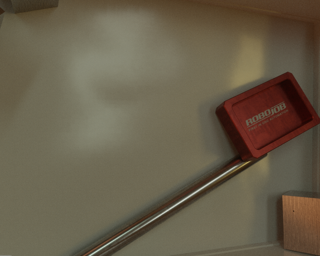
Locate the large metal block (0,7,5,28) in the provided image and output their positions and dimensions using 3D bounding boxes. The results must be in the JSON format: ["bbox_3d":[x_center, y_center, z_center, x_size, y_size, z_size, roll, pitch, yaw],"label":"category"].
[{"bbox_3d":[-0.204,-0.087,0.293,0.050,0.080,0.080,44,55,-15],"label":"large metal block"}]

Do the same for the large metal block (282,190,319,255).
[{"bbox_3d":[0.232,0.140,0.460,0.050,0.080,0.080,1,87,-54],"label":"large metal block"}]

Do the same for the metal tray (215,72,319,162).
[{"bbox_3d":[0.159,-0.018,0.454,0.131,0.030,0.090,-25,81,-19],"label":"metal tray"}]

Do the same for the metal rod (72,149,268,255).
[{"bbox_3d":[0.026,0.099,0.421,0.302,0.025,0.025,-28,100,-18],"label":"metal rod"}]

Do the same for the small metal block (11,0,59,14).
[{"bbox_3d":[-0.142,-0.152,0.345,0.050,0.050,0.025,-18,97,-19],"label":"small metal block"}]
